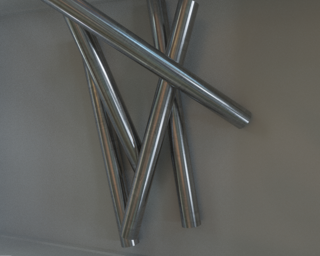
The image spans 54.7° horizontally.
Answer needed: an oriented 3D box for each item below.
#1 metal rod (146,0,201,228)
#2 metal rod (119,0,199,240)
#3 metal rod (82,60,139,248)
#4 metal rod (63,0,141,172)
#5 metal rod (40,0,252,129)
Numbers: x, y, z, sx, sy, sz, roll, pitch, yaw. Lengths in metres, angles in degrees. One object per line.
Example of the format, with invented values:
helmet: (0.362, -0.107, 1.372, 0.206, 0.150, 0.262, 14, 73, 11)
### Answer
metal rod: (0.017, -0.023, 0.403, 0.025, 0.025, 0.298, -10, 87, 19)
metal rod: (-0.003, -0.005, 0.384, 0.025, 0.025, 0.298, 17, 97, 19)
metal rod: (-0.073, 0.014, 0.435, 0.025, 0.025, 0.298, -14, 85, 19)
metal rod: (-0.073, -0.072, 0.368, 0.025, 0.025, 0.298, -14, 112, 19)
metal rod: (-0.023, -0.085, 0.339, 0.301, 0.025, 0.025, 31, 102, -14)
